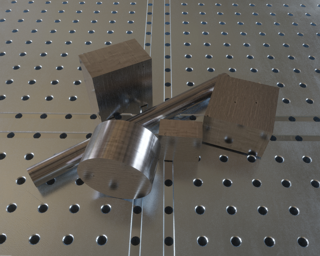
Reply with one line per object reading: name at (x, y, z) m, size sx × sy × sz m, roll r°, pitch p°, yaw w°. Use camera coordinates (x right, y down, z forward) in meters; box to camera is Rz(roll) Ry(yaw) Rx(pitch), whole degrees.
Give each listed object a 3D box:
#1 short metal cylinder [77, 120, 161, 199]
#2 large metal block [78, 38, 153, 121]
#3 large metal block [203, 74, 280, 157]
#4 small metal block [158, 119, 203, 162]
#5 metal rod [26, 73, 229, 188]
short metal cylinder at (-0.043, 0.036, 0.340) m, size 0.080 × 0.080 × 0.050 m, roll 9°, pitch 51°, yaw 7°
large metal block at (-0.058, -0.066, 0.428) m, size 0.081 × 0.080 × 0.050 m, roll -23°, pitch 54°, yaw -18°
large metal block at (0.104, -0.018, 0.404) m, size 0.080 × 0.050 × 0.080 m, roll 15°, pitch 52°, yaw 12°
small metal block at (0.024, 0.016, 0.378) m, size 0.050 × 0.050 × 0.025 m, roll 4°, pitch 50°, yaw 3°
metal rod at (-0.024, -0.007, 0.413) m, size 0.302 × 0.025 × 0.025 m, roll -28°, pitch 56°, yaw -22°
